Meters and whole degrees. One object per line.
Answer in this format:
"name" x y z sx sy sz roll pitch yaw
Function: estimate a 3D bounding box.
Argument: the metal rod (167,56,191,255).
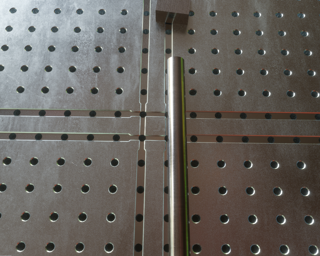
"metal rod" 0.023 0.044 0.395 0.025 0.025 0.299 0 70 0

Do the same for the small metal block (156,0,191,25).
"small metal block" 0.022 -0.192 0.482 0.050 0.025 0.050 8 70 2
